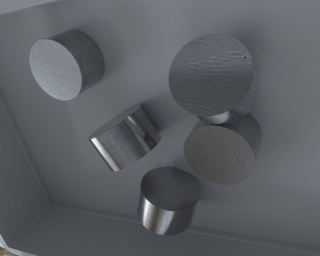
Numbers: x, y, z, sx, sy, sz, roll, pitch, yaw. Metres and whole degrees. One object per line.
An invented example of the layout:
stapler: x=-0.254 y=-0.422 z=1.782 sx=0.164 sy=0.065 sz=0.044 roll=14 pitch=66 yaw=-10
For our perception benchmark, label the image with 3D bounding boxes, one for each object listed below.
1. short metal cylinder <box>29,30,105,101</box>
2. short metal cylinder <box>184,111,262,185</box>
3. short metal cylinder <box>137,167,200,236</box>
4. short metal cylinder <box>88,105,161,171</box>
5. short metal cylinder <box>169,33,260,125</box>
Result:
short metal cylinder: x=-0.120 y=-0.083 z=0.405 sx=0.080 sy=0.050 sz=0.079 roll=13 pitch=124 yaw=21
short metal cylinder: x=0.075 y=0.020 z=0.365 sx=0.080 sy=0.050 sz=0.079 roll=13 pitch=125 yaw=20
short metal cylinder: x=0.011 y=0.100 z=0.429 sx=0.080 sy=0.080 sz=0.050 roll=21 pitch=126 yaw=15
short metal cylinder: x=-0.046 y=0.012 z=0.405 sx=0.080 sy=0.080 sz=0.050 roll=-24 pitch=106 yaw=36
short metal cylinder: x=0.055 y=-0.046 z=0.310 sx=0.080 sy=0.050 sz=0.080 roll=-4 pitch=80 yaw=22
